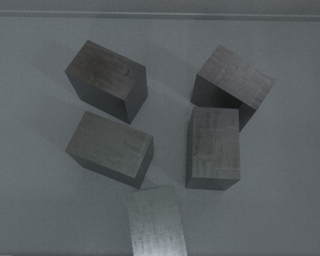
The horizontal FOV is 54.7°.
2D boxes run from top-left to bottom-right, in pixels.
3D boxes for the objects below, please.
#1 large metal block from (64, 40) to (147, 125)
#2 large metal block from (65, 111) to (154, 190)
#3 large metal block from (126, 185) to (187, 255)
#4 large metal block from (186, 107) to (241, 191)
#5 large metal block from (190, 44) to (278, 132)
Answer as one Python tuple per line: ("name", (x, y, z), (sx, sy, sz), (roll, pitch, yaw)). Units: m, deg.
("large metal block", (-0.064, -0.056, 0.400), (0.080, 0.080, 0.050), (26, 72, 9))
("large metal block", (-0.054, 0.030, 0.369), (0.080, 0.080, 0.050), (20, 71, 7))
("large metal block", (-0.004, 0.113, 0.339), (0.050, 0.080, 0.080), (-9, 70, -4))
("large metal block", (0.060, 0.028, 0.371), (0.050, 0.080, 0.080), (3, 70, 1))
("large metal block", (0.090, -0.047, 0.399), (0.080, 0.080, 0.050), (34, 74, 11))
